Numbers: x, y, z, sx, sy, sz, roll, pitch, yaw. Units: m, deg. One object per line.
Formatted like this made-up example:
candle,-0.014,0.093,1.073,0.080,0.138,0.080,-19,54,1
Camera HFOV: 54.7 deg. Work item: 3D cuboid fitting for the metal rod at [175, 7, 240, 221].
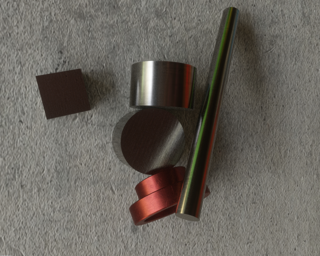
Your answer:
metal rod,0.065,-0.038,0.379,0.025,0.025,0.300,27,61,-18

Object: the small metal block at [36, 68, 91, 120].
small metal block,-0.114,-0.040,0.367,0.050,0.025,0.050,-14,95,-20

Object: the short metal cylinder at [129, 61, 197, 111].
short metal cylinder,0.004,-0.049,0.381,0.081,0.080,0.050,3,89,-20

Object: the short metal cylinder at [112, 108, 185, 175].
short metal cylinder,-0.015,0.016,0.390,0.081,0.050,0.079,0,90,-20

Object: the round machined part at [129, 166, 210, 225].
round machined part,0.008,0.080,0.380,0.099,0.098,0.042,-16,69,-19
